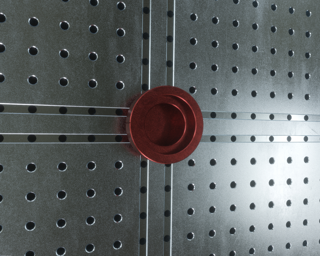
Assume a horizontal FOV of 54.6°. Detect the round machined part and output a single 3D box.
[{"bbox_3d":[0.003,-0.004,0.404,0.099,0.042,0.097,0,90,-20],"label":"round machined part"}]
